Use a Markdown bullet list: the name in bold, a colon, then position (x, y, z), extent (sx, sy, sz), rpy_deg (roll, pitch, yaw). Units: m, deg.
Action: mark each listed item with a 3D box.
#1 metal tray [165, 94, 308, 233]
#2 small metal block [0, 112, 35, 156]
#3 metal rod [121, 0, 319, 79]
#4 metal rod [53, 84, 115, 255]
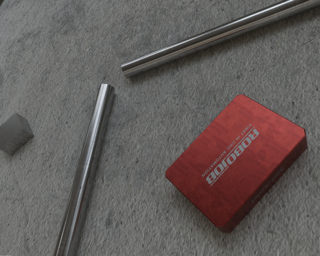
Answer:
- **metal tray**: position (0.081, 0.034, 0.337), extent (0.130, 0.030, 0.090), rpy_deg (-46, 51, -5)
- **small metal block**: position (-0.249, 0.010, 0.529), extent (0.050, 0.025, 0.050), rpy_deg (-42, 51, -1)
- **metal rod**: position (0.082, -0.132, 0.441), extent (0.301, 0.025, 0.025), rpy_deg (-17, 55, 18)
- **metal rod**: position (-0.102, 0.069, 0.415), extent (0.025, 0.025, 0.299), rpy_deg (-6, 59, 25)
